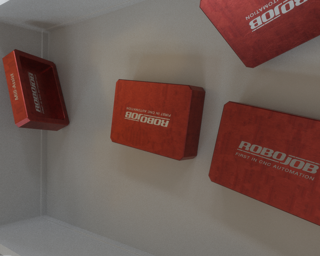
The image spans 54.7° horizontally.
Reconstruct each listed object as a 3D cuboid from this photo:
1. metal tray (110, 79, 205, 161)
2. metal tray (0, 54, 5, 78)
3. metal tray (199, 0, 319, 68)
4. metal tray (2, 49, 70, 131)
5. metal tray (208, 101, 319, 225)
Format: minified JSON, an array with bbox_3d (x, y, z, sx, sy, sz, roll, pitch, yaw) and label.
[{"bbox_3d":[-0.008,-0.015,0.410,0.130,0.030,0.089,12,97,39],"label":"metal tray"},{"bbox_3d":[-0.403,-0.155,0.699,0.130,0.091,0.030,35,112,34],"label":"metal tray"},{"bbox_3d":[0.113,-0.119,0.272,0.130,0.090,0.030,-25,35,37],"label":"metal tray"},{"bbox_3d":[-0.213,-0.063,0.537,0.030,0.090,0.129,-24,75,24],"label":"metal tray"},{"bbox_3d":[0.118,0.030,0.306,0.130,0.030,0.089,18,101,38],"label":"metal tray"}]
